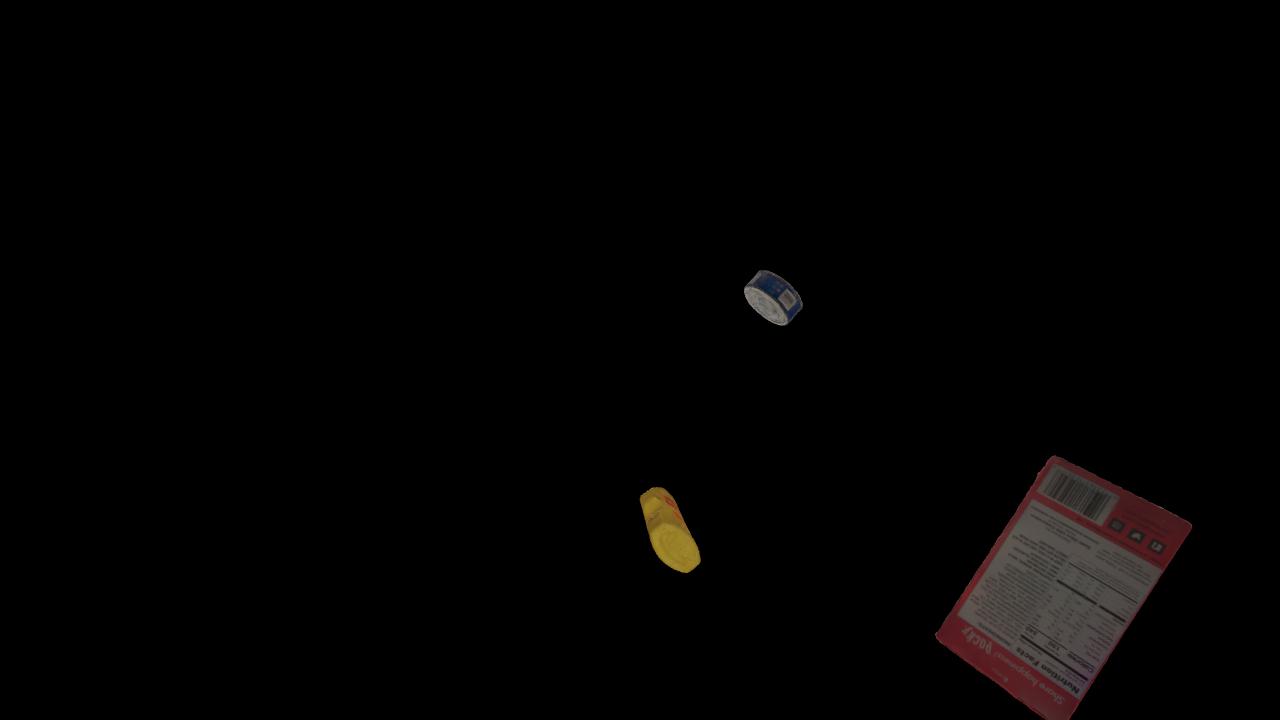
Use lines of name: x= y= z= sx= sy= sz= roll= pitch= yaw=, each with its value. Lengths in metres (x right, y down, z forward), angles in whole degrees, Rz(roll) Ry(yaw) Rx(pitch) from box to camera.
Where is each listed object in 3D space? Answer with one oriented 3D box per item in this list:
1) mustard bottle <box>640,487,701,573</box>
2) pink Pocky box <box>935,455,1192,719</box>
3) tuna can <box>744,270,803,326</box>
mustard bottle: x=0.037 y=0.242 z=0.941 sx=0.092 sy=0.054 sz=0.184 roll=44 pitch=3 yaw=-15
pink Pocky box: x=0.280 y=0.152 z=0.415 sx=0.084 sy=0.155 sz=0.029 roll=33 pitch=-1 yaw=34
tuna can: x=0.192 y=-0.089 z=0.890 sx=0.084 sy=0.034 sz=0.084 roll=41 pitch=-10 yaw=9
